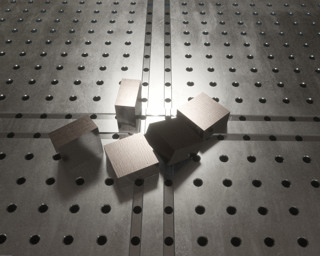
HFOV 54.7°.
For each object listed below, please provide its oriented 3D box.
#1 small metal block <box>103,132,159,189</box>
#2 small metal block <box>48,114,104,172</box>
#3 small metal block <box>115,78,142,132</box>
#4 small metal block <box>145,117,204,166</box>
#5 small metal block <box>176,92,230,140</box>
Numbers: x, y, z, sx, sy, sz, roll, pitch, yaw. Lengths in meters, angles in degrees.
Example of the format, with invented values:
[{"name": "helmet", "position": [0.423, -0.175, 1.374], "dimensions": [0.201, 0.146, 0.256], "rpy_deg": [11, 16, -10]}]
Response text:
[{"name": "small metal block", "position": [-0.035, 0.038, 0.375], "dimensions": [0.050, 0.025, 0.050], "rpy_deg": [-20, 53, -16]}, {"name": "small metal block", "position": [-0.100, 0.019, 0.375], "dimensions": [0.050, 0.050, 0.025], "rpy_deg": [-30, 56, -23]}, {"name": "small metal block", "position": [-0.041, -0.030, 0.416], "dimensions": [0.025, 0.050, 0.050], "rpy_deg": [5, 50, 4]}, {"name": "small metal block", "position": [0.017, 0.015, 0.385], "dimensions": [0.050, 0.025, 0.050], "rpy_deg": [-14, 48, -40]}, {"name": "small metal block", "position": [0.058, -0.016, 0.422], "dimensions": [0.050, 0.025, 0.050], "rpy_deg": [-34, 58, -25]}]
